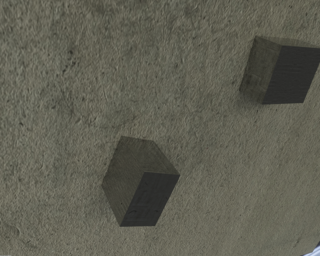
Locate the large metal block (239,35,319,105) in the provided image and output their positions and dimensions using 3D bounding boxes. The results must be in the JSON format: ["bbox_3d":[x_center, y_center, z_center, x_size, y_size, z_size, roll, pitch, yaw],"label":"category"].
[{"bbox_3d":[0.168,-0.080,0.432,0.081,0.050,0.079,-4,120,-27],"label":"large metal block"}]

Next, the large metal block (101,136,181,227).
[{"bbox_3d":[-0.028,0.067,0.397,0.050,0.080,0.079,11,113,-33],"label":"large metal block"}]
